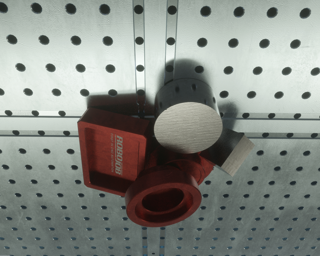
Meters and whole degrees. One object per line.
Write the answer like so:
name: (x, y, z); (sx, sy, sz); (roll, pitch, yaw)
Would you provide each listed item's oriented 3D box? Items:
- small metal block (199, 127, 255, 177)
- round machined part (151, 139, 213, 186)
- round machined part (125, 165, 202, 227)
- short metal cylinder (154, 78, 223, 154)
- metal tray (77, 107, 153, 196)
small metal block: (0.087, 0.029, 0.409); (0.025, 0.050, 0.050); (39, 85, -28)
round machined part: (0.029, 0.054, 0.446); (0.099, 0.042, 0.097); (-1, 130, 0)
round machined part: (0.002, 0.087, 0.412); (0.099, 0.042, 0.097); (-7, 133, -8)
short metal cylinder: (0.033, -0.014, 0.383); (0.081, 0.050, 0.079); (0, 130, 0)
metal tray: (-0.061, 0.039, 0.427); (0.090, 0.030, 0.129); (13, 130, 7)
